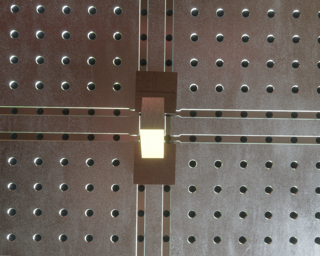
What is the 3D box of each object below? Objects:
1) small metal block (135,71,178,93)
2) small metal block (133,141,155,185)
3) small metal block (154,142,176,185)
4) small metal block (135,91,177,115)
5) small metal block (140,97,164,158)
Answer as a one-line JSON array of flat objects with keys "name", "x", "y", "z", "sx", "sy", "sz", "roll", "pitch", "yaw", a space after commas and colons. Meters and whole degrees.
[{"name": "small metal block", "x": -0.004, "y": -0.056, "z": 0.400, "sx": 0.050, "sy": 0.050, "sz": 0.025, "roll": 2, "pitch": 90, "yaw": -1}, {"name": "small metal block", "x": -0.019, "y": 0.043, "z": 0.400, "sx": 0.025, "sy": 0.050, "sz": 0.050, "roll": 1, "pitch": 90, "yaw": 0}, {"name": "small metal block", "x": 0.006, "y": 0.044, "z": 0.400, "sx": 0.025, "sy": 0.050, "sz": 0.050, "roll": 1, "pitch": 90, "yaw": 0}, {"name": "small metal block", "x": -0.005, "y": -0.031, "z": 0.400, "sx": 0.050, "sy": 0.050, "sz": 0.025, "roll": 2, "pitch": 90, "yaw": -1}, {"name": "small metal block", "x": -0.008, "y": 0.000, "z": 0.359, "sx": 0.025, "sy": 0.050, "sz": 0.050, "roll": 1, "pitch": 48, "yaw": 0}]
